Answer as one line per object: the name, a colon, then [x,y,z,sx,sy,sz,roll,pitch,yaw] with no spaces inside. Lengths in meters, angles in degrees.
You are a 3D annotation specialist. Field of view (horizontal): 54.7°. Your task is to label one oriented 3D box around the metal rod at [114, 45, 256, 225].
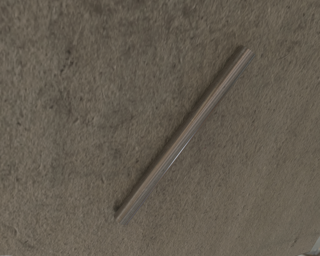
metal rod: [0.029,0.016,0.434,0.025,0.025,0.299,29,103,-38]
